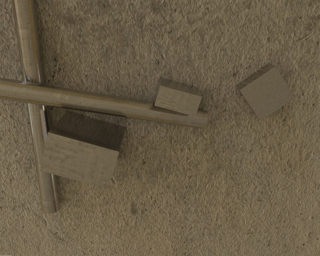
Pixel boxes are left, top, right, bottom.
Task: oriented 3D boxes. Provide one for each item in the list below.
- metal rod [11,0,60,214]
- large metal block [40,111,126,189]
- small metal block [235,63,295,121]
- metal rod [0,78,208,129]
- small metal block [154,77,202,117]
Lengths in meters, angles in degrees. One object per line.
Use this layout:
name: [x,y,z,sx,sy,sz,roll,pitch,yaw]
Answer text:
metal rod: [-0.157,-0.022,0.399,0.025,0.025,0.298,0,110,-1]
large metal block: [-0.092,0.024,0.388,0.080,0.080,0.050,16,109,-6]
small metal block: [0.133,-0.046,0.395,0.050,0.025,0.050,-34,107,11]
metal rod: [-0.088,-0.032,0.377,0.302,0.025,0.025,8,110,-11]
small metal block: [0.021,-0.040,0.382,0.050,0.050,0.025,15,109,-6]
